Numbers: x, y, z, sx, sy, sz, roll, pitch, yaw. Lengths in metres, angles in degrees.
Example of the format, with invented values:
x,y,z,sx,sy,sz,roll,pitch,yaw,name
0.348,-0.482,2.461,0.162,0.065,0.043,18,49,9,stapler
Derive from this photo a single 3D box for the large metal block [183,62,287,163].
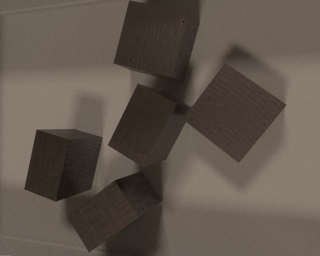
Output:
x,y,z,sx,sy,sz,roll,pitch,yaw,name
0.088,-0.017,0.366,0.080,0.050,0.080,39,102,15,large metal block

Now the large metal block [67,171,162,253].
x,y,z,sx,sy,sz,roll,pitch,yaw,name
-0.055,0.104,0.399,0.080,0.080,0.050,-39,78,16,large metal block

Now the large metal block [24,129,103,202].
x,y,z,sx,sy,sz,roll,pitch,yaw,name
-0.129,0.046,0.425,0.050,0.080,0.079,15,95,19,large metal block

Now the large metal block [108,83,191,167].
x,y,z,sx,sy,sz,roll,pitch,yaw,name
-0.008,-0.003,0.383,0.050,0.080,0.080,30,100,17,large metal block

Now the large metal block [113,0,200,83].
x,y,z,sx,sy,sz,roll,pitch,yaw,name
-0.003,-0.109,0.398,0.080,0.050,0.079,17,96,19,large metal block
